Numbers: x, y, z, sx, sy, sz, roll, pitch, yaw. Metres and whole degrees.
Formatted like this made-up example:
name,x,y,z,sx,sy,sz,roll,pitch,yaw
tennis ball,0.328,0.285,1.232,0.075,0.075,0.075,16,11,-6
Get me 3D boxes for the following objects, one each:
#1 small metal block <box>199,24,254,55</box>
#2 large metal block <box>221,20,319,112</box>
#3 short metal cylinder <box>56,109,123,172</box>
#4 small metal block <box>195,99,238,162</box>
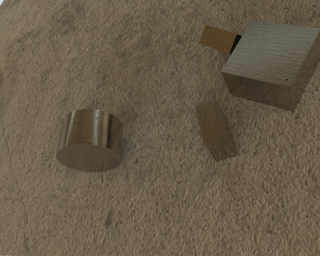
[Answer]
name,x,y,z,sx,sy,sz,roll,pitch,yaw
small metal block,0.089,-0.112,0.407,0.050,0.050,0.025,33,113,38
large metal block,0.132,-0.075,0.365,0.080,0.050,0.080,22,73,36
short metal cylinder,-0.090,0.018,0.404,0.080,0.080,0.050,-14,56,20
small metal block,0.064,0.004,0.352,0.025,0.050,0.050,-21,54,16
